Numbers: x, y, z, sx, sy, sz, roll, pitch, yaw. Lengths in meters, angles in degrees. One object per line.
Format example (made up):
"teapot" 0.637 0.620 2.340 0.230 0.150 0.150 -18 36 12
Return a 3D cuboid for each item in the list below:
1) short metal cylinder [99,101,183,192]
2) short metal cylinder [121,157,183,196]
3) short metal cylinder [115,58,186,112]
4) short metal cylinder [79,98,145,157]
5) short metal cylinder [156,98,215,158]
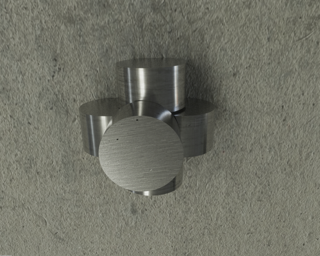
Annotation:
"short metal cylinder" -0.018 0.017 0.318 0.081 0.050 0.079 0 110 -1
"short metal cylinder" -0.010 0.043 0.397 0.081 0.080 0.050 0 110 -1
"short metal cylinder" -0.010 -0.052 0.362 0.081 0.080 0.050 -2 110 0
"short metal cylinder" -0.055 -0.003 0.380 0.081 0.080 0.050 -1 110 0
"short metal cylinder" 0.026 -0.004 0.381 0.081 0.080 0.050 0 110 0
